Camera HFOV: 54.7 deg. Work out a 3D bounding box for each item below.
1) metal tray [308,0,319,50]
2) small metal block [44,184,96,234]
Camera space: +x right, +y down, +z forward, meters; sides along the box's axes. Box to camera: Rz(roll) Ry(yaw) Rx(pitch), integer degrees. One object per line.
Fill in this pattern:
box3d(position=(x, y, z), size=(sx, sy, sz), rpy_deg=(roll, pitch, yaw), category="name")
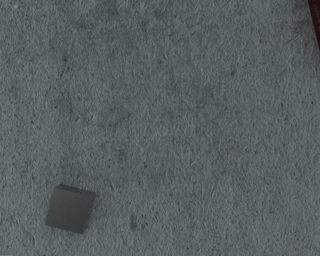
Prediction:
box3d(position=(0.254, -0.150, 0.409), size=(0.091, 0.030, 0.129), rpy_deg=(-13, 90, 0), category="metal tray")
box3d(position=(-0.117, 0.106, 0.409), size=(0.050, 0.025, 0.050), rpy_deg=(14, 90, 0), category="small metal block")
